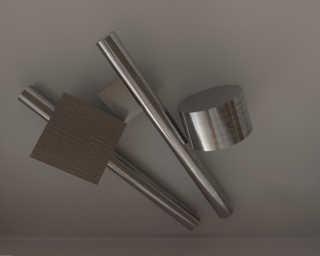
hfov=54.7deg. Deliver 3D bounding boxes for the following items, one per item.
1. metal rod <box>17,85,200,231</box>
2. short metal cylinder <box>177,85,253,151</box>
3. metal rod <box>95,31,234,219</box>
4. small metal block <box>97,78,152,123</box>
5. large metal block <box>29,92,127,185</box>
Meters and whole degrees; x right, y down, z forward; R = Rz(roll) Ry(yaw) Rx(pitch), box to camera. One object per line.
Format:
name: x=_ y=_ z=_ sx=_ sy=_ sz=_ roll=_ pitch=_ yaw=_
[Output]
metal rod: x=-0.060 y=0.049 z=0.428 sx=0.300 sy=0.025 sz=0.025 roll=40 pitch=105 yaw=-14
short metal cylinder: x=0.067 y=-0.014 z=0.378 sx=0.080 sy=0.080 sz=0.050 roll=-19 pitch=109 yaw=6
metal rod: x=0.019 y=0.013 z=0.396 sx=0.025 sy=0.025 sz=0.299 roll=-31 pitch=115 yaw=10
small metal block: x=-0.042 y=-0.041 z=0.396 sx=0.050 sy=0.025 sz=0.050 roll=-36 pitch=107 yaw=11
large metal block: x=-0.098 y=0.013 z=0.376 sx=0.080 sy=0.050 sz=0.080 roll=27 pitch=80 yaw=-16
